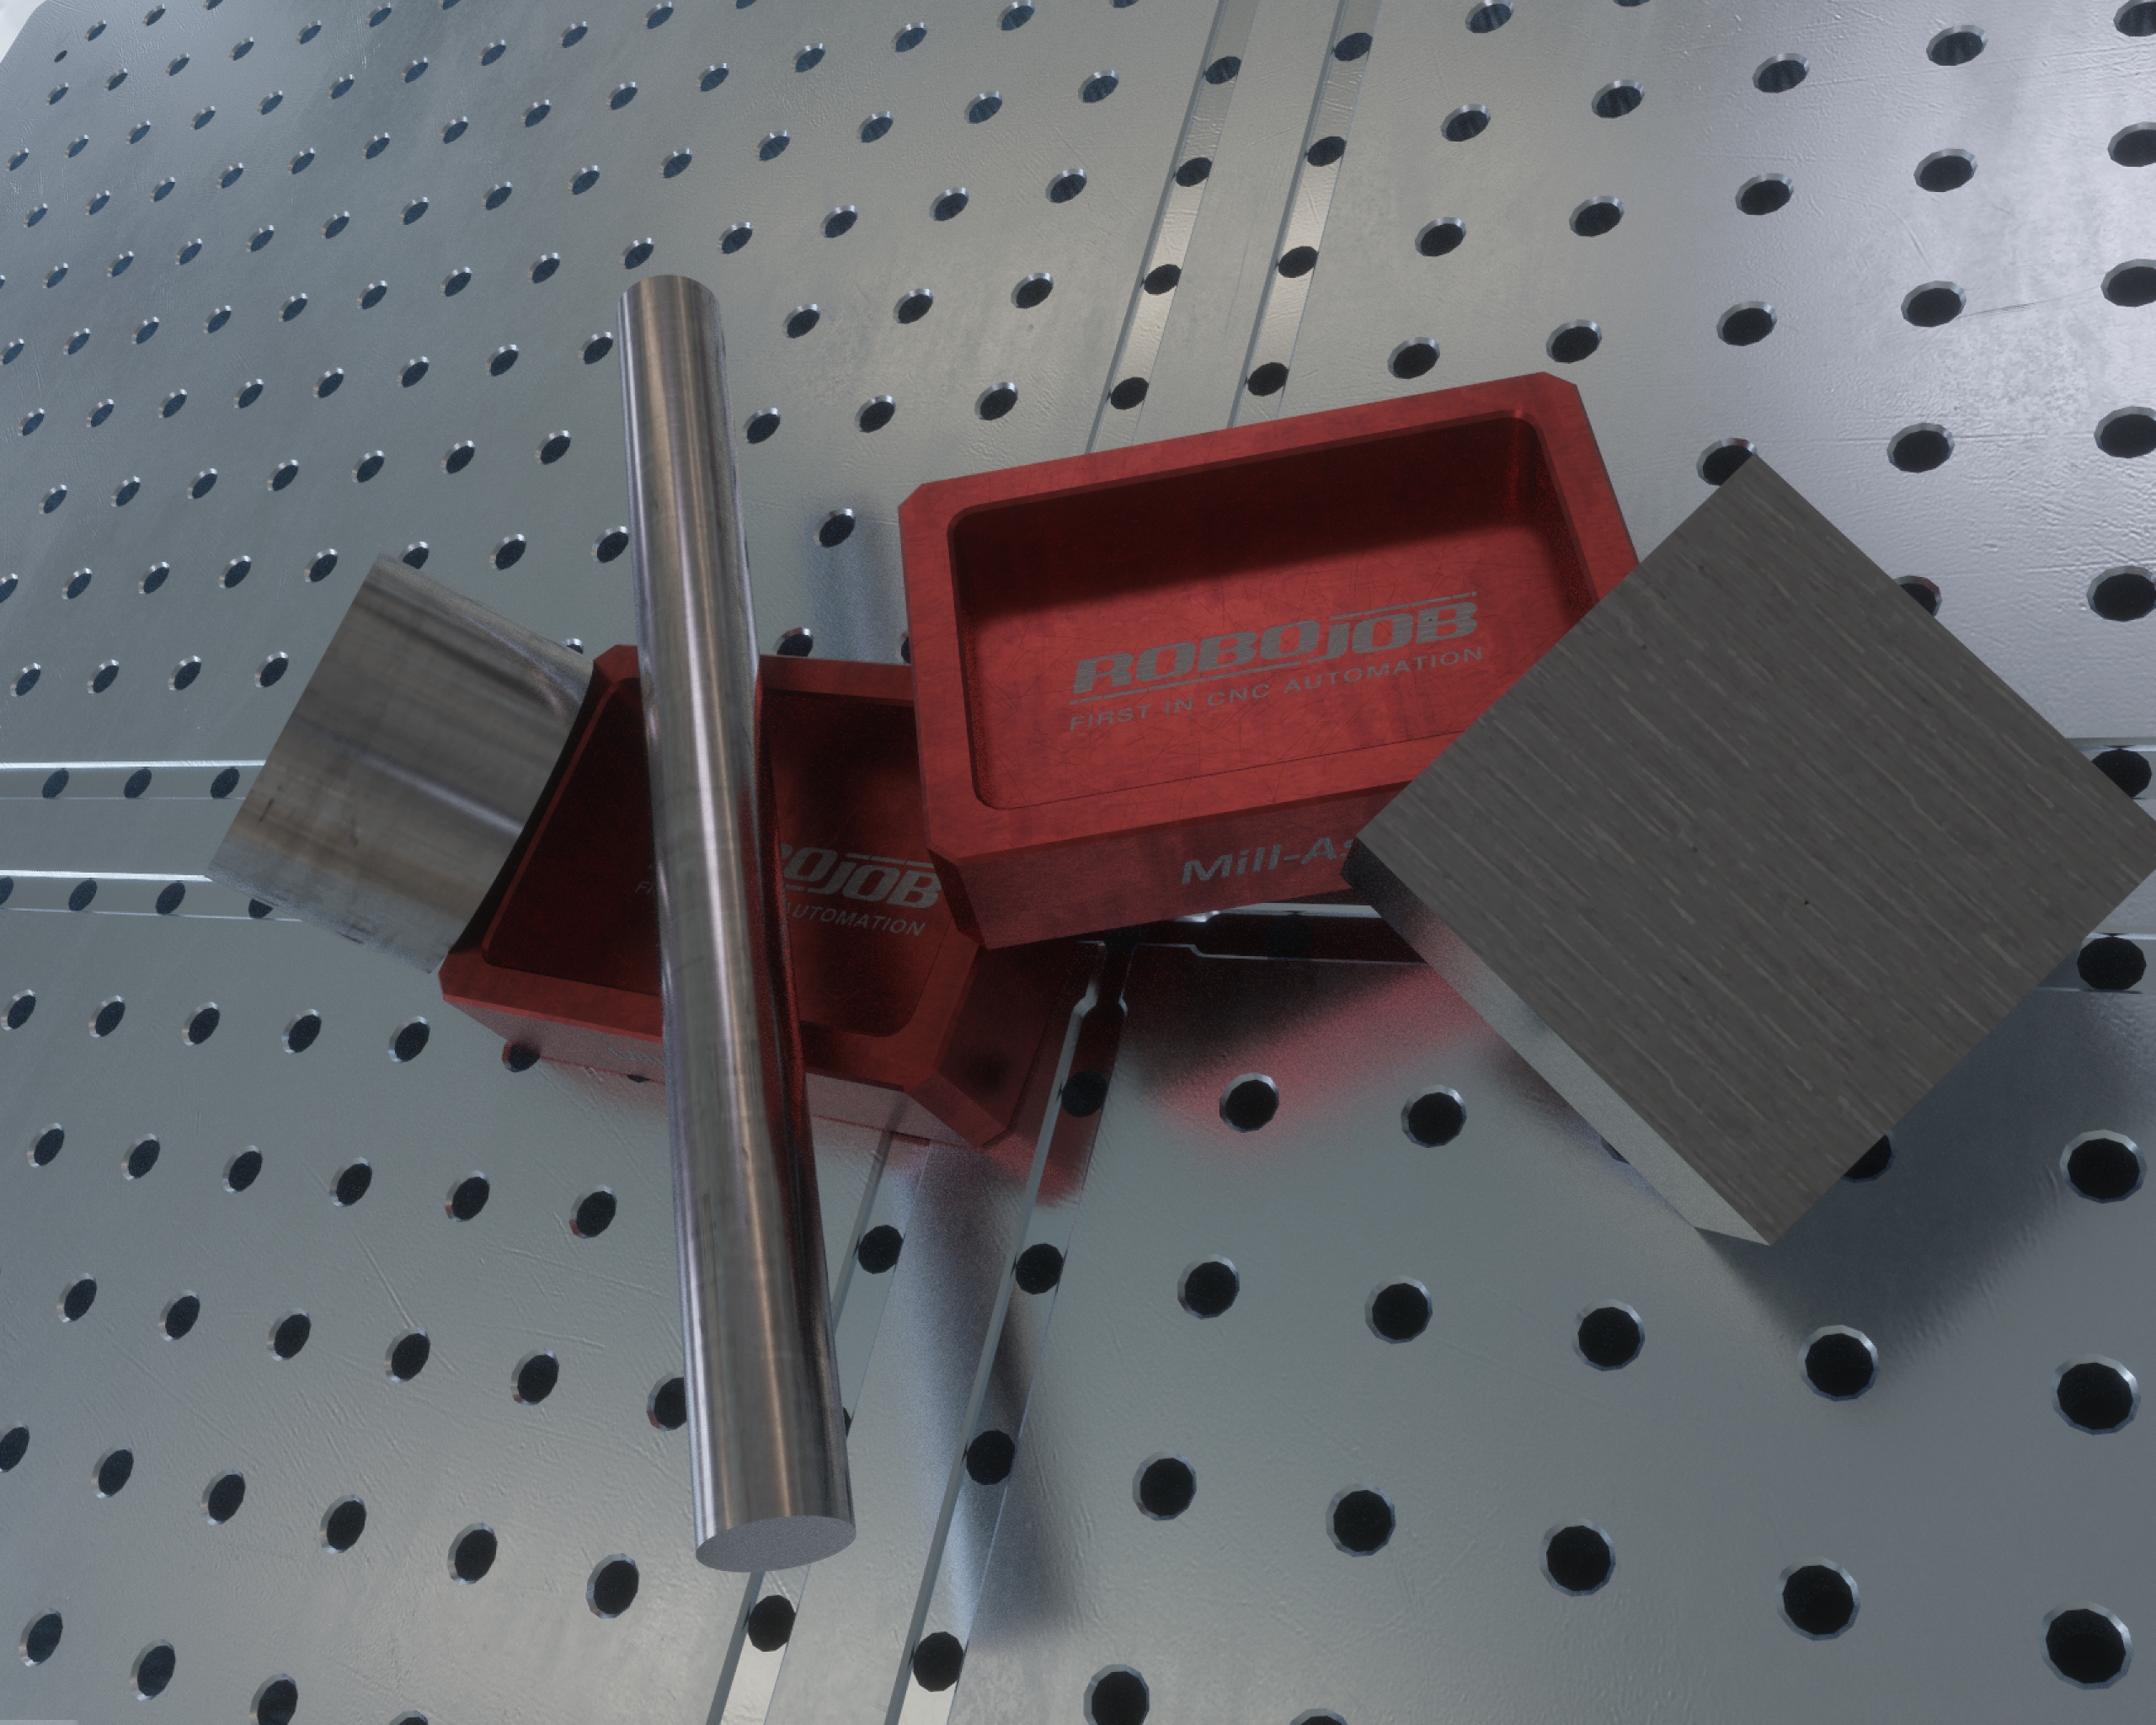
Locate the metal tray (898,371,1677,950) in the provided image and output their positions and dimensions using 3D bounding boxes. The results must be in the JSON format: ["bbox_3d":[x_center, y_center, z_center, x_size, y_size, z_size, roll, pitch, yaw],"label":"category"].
[{"bbox_3d":[0.036,-0.039,0.386,0.131,0.030,0.090,-10,56,3],"label":"metal tray"}]

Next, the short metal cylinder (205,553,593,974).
[{"bbox_3d":[-0.149,-0.022,0.461,0.080,0.050,0.080,-49,23,31],"label":"short metal cylinder"}]

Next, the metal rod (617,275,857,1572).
[{"bbox_3d":[-0.073,-0.012,0.415,0.025,0.025,0.299,-23,53,15],"label":"metal rod"}]

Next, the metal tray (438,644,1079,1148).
[{"bbox_3d":[-0.062,0.003,0.435,0.130,0.030,0.090,7,65,31],"label":"metal tray"}]

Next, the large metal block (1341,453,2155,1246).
[{"bbox_3d":[0.098,0.000,0.318,0.080,0.050,0.080,-44,82,-2],"label":"large metal block"}]
